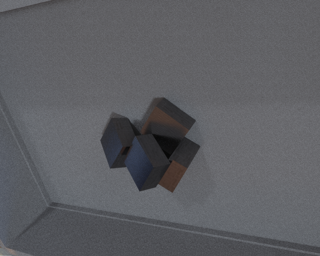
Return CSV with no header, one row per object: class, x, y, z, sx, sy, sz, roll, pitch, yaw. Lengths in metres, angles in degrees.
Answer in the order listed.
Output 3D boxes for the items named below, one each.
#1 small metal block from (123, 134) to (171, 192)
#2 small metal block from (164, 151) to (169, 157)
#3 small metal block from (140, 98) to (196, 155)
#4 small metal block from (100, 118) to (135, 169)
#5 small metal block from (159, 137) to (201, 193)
small metal block,-0.018,0.044,0.394,0.050,0.025,0.050,57,137,32
small metal block,-0.014,0.039,0.437,0.050,0.025,0.050,36,129,3
small metal block,0.009,-0.002,0.399,0.050,0.025,0.050,36,129,3
small metal block,-0.057,0.021,0.432,0.050,0.025,0.050,-57,47,39
small metal block,0.024,0.048,0.406,0.025,0.050,0.050,31,128,8
